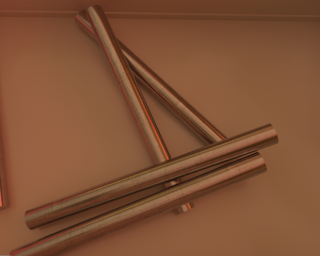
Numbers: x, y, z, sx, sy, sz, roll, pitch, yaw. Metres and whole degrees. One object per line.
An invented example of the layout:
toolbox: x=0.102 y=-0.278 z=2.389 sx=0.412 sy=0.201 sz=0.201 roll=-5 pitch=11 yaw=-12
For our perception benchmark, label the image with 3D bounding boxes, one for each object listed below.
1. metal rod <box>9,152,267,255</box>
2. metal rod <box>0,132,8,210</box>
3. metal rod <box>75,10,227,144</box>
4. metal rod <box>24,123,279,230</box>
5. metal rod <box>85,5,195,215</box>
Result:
metal rod: x=-0.024 y=0.094 z=0.353 sx=0.301 sy=0.025 sz=0.025 roll=-22 pitch=72 yaw=0
metal rod: x=-0.236 y=-0.038 z=0.420 sx=0.025 sy=0.025 sz=0.299 roll=-15 pitch=71 yaw=-6
metal rod: x=-0.013 y=-0.067 z=0.433 sx=0.025 sy=0.025 sz=0.300 roll=-43 pitch=76 yaw=-14
metal rod: x=-0.012 y=0.058 z=0.360 sx=0.301 sy=0.025 sz=0.025 roll=-20 pitch=71 yaw=3
metal rod: x=-0.031 y=-0.032 z=0.405 sx=0.025 sy=0.025 sz=0.299 roll=-23 pitch=78 yaw=-8
